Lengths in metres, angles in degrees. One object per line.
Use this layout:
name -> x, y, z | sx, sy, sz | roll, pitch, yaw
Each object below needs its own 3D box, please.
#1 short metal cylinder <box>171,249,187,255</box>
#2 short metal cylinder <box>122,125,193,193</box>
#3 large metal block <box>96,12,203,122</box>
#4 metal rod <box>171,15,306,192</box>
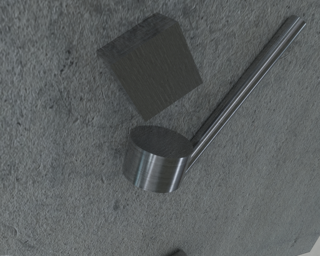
short metal cylinder -> 0.038, 0.271, 0.562 | 0.050, 0.080, 0.080 | -27, 128, -12
short metal cylinder -> -0.003, 0.037, 0.394 | 0.081, 0.080, 0.050 | 1, 118, -29
large metal block -> -0.010, -0.068, 0.345 | 0.080, 0.050, 0.080 | -35, 129, -6
metal rod -> 0.098, -0.029, 0.444 | 0.025, 0.025, 0.299 | 30, 101, -38
